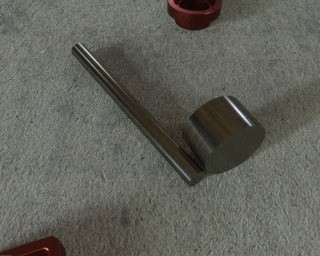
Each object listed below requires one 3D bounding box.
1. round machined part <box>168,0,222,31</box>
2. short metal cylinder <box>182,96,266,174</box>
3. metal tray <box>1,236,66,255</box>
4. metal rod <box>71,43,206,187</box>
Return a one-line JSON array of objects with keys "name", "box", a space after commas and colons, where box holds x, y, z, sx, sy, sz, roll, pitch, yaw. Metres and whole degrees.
[{"name": "round machined part", "box": [0.063, -0.218, 0.577, 0.099, 0.042, 0.098, 0, 50, 0]}, {"name": "short metal cylinder", "box": [0.074, 0.009, 0.361, 0.081, 0.080, 0.050, -21, 54, -17]}, {"name": "metal tray", "box": [-0.144, 0.159, 0.264, 0.131, 0.030, 0.090, -15, 52, -13]}, {"name": "metal rod", "box": [-0.046, -0.035, 0.431, 0.025, 0.025, 0.300, -29, 56, -22]}]
